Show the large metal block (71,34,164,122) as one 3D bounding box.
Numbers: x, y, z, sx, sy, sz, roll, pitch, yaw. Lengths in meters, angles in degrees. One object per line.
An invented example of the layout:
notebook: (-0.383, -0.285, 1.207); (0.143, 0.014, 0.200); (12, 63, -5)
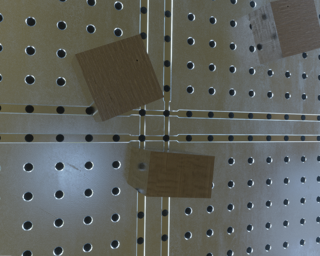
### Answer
large metal block: (-0.053, -0.059, 0.381); (0.081, 0.050, 0.080); (-24, 98, -19)

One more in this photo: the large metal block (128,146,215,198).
large metal block: (0.011, 0.054, 0.389); (0.081, 0.080, 0.050); (6, 88, -20)

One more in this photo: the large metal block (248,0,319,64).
large metal block: (0.192, -0.149, 0.472); (0.081, 0.050, 0.080); (-18, 96, -20)
